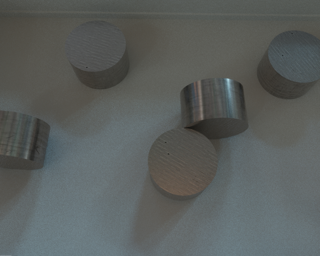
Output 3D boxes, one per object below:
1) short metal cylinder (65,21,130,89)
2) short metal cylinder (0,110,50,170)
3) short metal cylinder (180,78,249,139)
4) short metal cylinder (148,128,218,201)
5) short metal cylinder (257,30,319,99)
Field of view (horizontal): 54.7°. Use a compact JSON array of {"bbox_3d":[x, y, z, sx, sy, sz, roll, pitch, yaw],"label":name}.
[{"bbox_3d":[-0.085,-0.101,0.433,0.081,0.050,0.080,0,70,0],"label":"short metal cylinder"},{"bbox_3d":[-0.178,0.017,0.373,0.080,0.080,0.050,3,70,1],"label":"short metal cylinder"},{"bbox_3d":[0.067,-0.021,0.389,0.081,0.080,0.050,-2,70,-1],"label":"short metal cylinder"},{"bbox_3d":[0.026,0.046,0.380,0.081,0.050,0.080,0,70,0],"label":"short metal cylinder"},{"bbox_3d":[0.182,-0.086,0.429,0.081,0.050,0.080,0,70,0],"label":"short metal cylinder"}]
